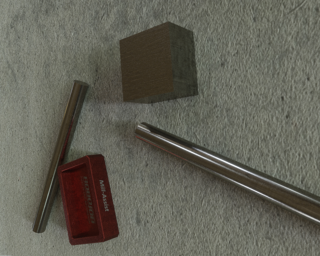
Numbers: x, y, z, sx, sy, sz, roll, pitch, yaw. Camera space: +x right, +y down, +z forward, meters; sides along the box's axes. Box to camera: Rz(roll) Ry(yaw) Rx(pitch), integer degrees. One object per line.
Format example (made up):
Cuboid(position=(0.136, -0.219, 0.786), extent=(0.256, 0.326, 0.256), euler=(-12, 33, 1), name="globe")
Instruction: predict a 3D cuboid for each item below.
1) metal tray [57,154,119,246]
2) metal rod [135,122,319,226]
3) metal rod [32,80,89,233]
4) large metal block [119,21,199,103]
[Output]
Cuboid(position=(-0.117, 0.115, 0.495), extent=(0.090, 0.030, 0.129), euler=(-22, 76, 37), name="metal tray")
Cuboid(position=(0.086, 0.051, 0.332), extent=(0.300, 0.025, 0.025), euler=(23, 105, 37), name="metal rod")
Cuboid(position=(-0.181, 0.059, 0.550), extent=(0.025, 0.025, 0.298), euler=(33, 110, 35), name="metal rod")
Cuboid(position=(-0.002, -0.077, 0.389), extent=(0.080, 0.050, 0.080), euler=(-7, 86, 39), name="large metal block")
